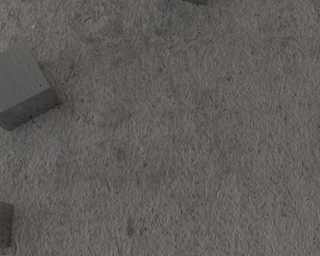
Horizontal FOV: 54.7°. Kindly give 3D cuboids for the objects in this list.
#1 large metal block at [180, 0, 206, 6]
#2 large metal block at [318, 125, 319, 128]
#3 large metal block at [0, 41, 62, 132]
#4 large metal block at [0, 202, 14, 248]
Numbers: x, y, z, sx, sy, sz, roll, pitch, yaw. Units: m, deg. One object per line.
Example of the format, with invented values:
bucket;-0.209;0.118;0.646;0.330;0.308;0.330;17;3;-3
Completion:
large metal block;0.040;-0.241;0.467;0.080;0.080;0.050;16;71;5
large metal block;0.272;-0.004;0.398;0.080;0.050;0.080;-36;74;-12
large metal block;-0.192;-0.055;0.413;0.080;0.050;0.080;-30;73;-11
large metal block;-0.220;0.108;0.338;0.081;0.080;0.050;-5;70;-2
